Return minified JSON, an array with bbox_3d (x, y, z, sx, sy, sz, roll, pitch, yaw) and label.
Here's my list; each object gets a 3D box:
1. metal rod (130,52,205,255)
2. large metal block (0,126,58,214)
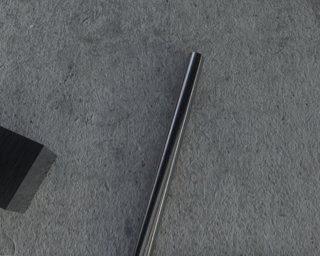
[{"bbox_3d":[0.012,0.034,0.395,0.025,0.025,0.299,15,70,5],"label":"metal rod"},{"bbox_3d":[-0.188,0.048,0.375,0.080,0.050,0.080,23,71,7],"label":"large metal block"}]
